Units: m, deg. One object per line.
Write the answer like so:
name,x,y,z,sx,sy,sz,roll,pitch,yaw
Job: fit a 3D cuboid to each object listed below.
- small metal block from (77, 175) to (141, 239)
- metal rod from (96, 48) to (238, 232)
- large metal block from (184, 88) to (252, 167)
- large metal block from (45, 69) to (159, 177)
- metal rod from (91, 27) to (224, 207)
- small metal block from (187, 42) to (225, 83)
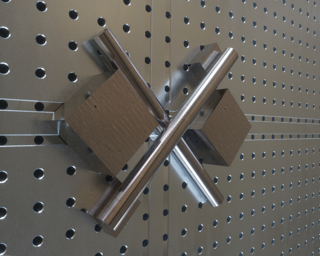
small metal block,-0.058,0.090,0.361,0.050,0.025,0.050,52,60,-27
metal rod,0.024,-0.004,0.396,0.301,0.025,0.025,-52,121,-27
large metal block,0.083,-0.001,0.462,0.080,0.050,0.080,51,60,-28
large metal block,-0.061,-0.006,0.342,0.080,0.050,0.080,-51,120,-28
metal rod,0.010,0.003,0.416,0.025,0.025,0.299,-50,120,-28
small metal block,0.076,-0.093,0.473,0.050,0.025,0.050,-52,120,-27
